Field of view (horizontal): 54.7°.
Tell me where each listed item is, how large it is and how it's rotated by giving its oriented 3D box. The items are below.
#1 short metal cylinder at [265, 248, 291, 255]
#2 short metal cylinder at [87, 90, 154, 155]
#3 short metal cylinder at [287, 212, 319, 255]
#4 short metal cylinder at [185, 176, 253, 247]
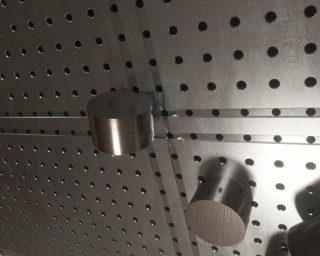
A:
[{"bbox_3d":[0.183,0.216,0.432,0.080,0.050,0.079,13,124,20],"label":"short metal cylinder"},{"bbox_3d":[-0.049,-0.009,0.394,0.080,0.080,0.050,11,123,21],"label":"short metal cylinder"},{"bbox_3d":[0.198,0.141,0.359,0.080,0.080,0.050,41,129,0],"label":"short metal cylinder"},{"bbox_3d":[0.081,0.113,0.421,0.080,0.050,0.079,13,124,20],"label":"short metal cylinder"}]
